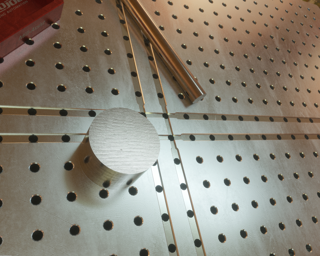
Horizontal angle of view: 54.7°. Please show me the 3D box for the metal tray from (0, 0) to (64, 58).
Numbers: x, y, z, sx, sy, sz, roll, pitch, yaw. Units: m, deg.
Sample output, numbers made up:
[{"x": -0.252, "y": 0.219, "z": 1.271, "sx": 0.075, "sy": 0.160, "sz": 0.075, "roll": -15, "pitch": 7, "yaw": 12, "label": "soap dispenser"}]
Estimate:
[{"x": -0.198, "y": -0.151, "z": 0.389, "sx": 0.090, "sy": 0.030, "sz": 0.130, "roll": 37, "pitch": 51, "yaw": -4, "label": "metal tray"}]

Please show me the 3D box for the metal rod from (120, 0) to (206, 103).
[{"x": -0.021, "y": -0.166, "z": 0.497, "sx": 0.025, "sy": 0.025, "sz": 0.299, "roll": -25, "pitch": 75, "yaw": -37, "label": "metal rod"}]

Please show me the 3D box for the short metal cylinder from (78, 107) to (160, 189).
[{"x": -0.047, "y": 0.024, "z": 0.352, "sx": 0.081, "sy": 0.050, "sz": 0.080, "roll": 14, "pitch": 56, "yaw": -21, "label": "short metal cylinder"}]
